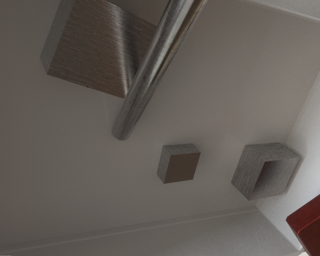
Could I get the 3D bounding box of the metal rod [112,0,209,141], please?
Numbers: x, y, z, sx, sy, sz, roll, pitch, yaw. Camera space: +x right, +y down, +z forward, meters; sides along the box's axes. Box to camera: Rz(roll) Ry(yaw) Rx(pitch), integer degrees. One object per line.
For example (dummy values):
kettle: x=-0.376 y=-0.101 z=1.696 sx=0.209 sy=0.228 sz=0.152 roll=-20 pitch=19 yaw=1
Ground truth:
metal rod: x=0.001 y=-0.064 z=0.267 sx=0.025 sy=0.025 sz=0.298 roll=-7 pitch=156 yaw=-25

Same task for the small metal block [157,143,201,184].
small metal block: x=0.027 y=0.052 z=0.458 sx=0.050 sy=0.025 sz=0.050 roll=-3 pitch=120 yaw=-28

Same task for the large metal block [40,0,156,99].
large metal block: x=-0.062 y=-0.085 z=0.307 sx=0.081 sy=0.050 sz=0.080 roll=16 pitch=110 yaw=-35

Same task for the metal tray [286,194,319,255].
metal tray: x=0.269 y=0.164 z=0.505 sx=0.090 sy=0.030 sz=0.130 roll=-37 pitch=123 yaw=4

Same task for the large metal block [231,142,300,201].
large metal block: x=0.182 y=0.074 z=0.541 sx=0.081 sy=0.050 sz=0.079 roll=-2 pitch=120 yaw=-28
